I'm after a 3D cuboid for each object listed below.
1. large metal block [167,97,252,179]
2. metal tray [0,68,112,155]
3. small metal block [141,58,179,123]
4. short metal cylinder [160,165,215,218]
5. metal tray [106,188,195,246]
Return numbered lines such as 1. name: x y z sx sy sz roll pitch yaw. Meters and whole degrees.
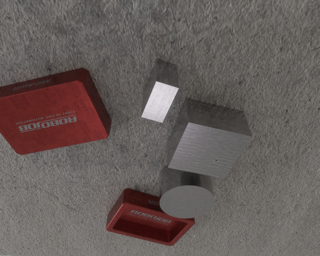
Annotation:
1. large metal block: 0.060 0.015 0.404 0.081 0.050 0.079 12 129 -11
2. metal tray: -0.138 -0.017 0.388 0.131 0.030 0.090 -11 130 9
3. small metal block: -0.001 -0.043 0.354 0.025 0.050 0.050 16 128 -13
4. short metal cylinder: 0.039 0.093 0.471 0.081 0.050 0.079 0 130 0
5. metal tray: -0.017 0.158 0.538 0.131 0.030 0.089 20 127 -17
